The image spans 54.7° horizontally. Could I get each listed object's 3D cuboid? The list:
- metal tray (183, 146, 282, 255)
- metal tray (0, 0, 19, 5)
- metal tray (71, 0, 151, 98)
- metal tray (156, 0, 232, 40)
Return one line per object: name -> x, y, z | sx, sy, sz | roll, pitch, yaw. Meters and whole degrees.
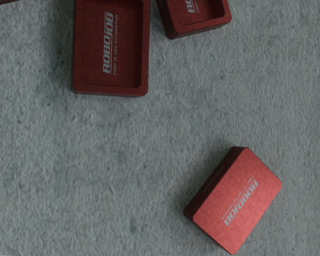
metal tray -> 0.107, 0.102, 0.448 | 0.090, 0.030, 0.130 | 44, 76, -15
metal tray -> -0.191, -0.183, 0.335 | 0.131, 0.030, 0.090 | -24, 98, -19
metal tray -> -0.061, -0.106, 0.384 | 0.091, 0.030, 0.129 | 2, 89, -21
metal tray -> 0.037, -0.195, 0.420 | 0.091, 0.030, 0.129 | -20, 97, -19
